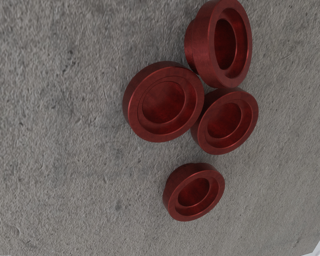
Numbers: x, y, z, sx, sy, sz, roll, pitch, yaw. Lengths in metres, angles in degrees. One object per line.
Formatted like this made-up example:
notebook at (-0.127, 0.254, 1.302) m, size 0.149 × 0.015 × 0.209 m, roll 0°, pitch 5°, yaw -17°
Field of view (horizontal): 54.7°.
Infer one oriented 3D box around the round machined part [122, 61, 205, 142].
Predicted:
round machined part at (0.001, -0.034, 0.375) m, size 0.099 × 0.042 × 0.097 m, roll -14°, pitch 124°, yaw -21°

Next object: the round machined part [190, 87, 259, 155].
round machined part at (0.085, -0.014, 0.433) m, size 0.099 × 0.042 × 0.097 m, roll -14°, pitch 124°, yaw -21°

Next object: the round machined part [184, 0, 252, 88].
round machined part at (0.064, -0.095, 0.354) m, size 0.099 × 0.042 × 0.097 m, roll -8°, pitch 101°, yaw -48°

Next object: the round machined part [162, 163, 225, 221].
round machined part at (0.048, 0.093, 0.480) m, size 0.099 × 0.042 × 0.097 m, roll -14°, pitch 124°, yaw -21°
